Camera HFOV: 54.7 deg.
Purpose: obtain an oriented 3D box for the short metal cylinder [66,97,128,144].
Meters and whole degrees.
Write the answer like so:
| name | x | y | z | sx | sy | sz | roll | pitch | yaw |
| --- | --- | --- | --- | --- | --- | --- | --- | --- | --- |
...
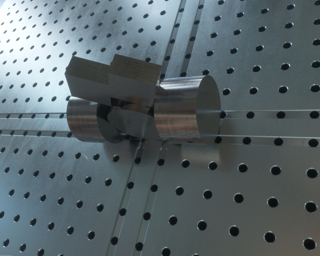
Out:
| name | x | y | z | sx | sy | sz | roll | pitch | yaw |
| --- | --- | --- | --- | --- | --- | --- | --- | --- | --- |
| short metal cylinder | -0.080 | -0.019 | 0.426 | 0.050 | 0.080 | 0.080 | 1 | 62 | 29 |

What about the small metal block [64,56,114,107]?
| name | x | y | z | sx | sy | sz | roll | pitch | yaw |
| --- | --- | --- | --- | --- | --- | --- | --- | --- | --- |
| small metal block | -0.078 | -0.053 | 0.362 | 0.050 | 0.050 | 0.025 | 15 | 66 | 0 |

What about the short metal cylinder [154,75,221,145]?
| name | x | y | z | sx | sy | sz | roll | pitch | yaw |
| --- | --- | --- | --- | --- | --- | --- | --- | --- | --- |
| short metal cylinder | 0.035 | -0.021 | 0.366 | 0.050 | 0.080 | 0.080 | 0 | 62 | 29 |

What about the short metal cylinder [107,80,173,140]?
| name | x | y | z | sx | sy | sz | roll | pitch | yaw |
| --- | --- | --- | --- | --- | --- | --- | --- | --- | --- |
| short metal cylinder | -0.021 | -0.024 | 0.399 | 0.080 | 0.080 | 0.050 | 1 | 63 | 29 |

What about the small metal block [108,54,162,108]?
| name | x | y | z | sx | sy | sz | roll | pitch | yaw |
| --- | --- | --- | --- | --- | --- | --- | --- | --- | --- |
| small metal block | -0.027 | -0.050 | 0.339 | 0.050 | 0.050 | 0.025 | 14 | 66 | 1 |
